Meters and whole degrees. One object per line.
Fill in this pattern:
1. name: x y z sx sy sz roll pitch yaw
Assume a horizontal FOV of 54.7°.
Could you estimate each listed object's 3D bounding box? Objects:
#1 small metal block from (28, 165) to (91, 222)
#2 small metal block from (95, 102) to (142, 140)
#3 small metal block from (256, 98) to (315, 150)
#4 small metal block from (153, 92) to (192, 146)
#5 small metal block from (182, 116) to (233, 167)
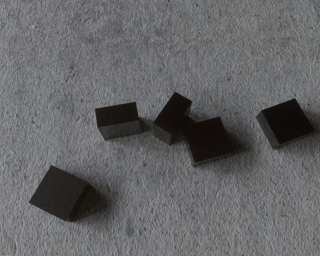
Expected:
1. small metal block: -0.120 0.080 0.378 0.050 0.025 0.050 24 72 8
2. small metal block: -0.052 -0.008 0.397 0.050 0.050 0.025 -10 71 -4
3. small metal block: 0.165 -0.005 0.411 0.050 0.025 0.050 -20 71 -7
4. small metal block: 0.016 -0.011 0.399 0.025 0.050 0.050 31 73 11
5. small metal block: 0.060 0.018 0.402 0.050 0.025 0.050 -14 71 -5
